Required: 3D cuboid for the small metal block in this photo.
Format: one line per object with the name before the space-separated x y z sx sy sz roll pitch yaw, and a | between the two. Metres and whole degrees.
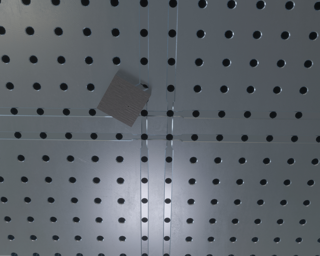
small metal block | -0.045 -0.037 0.399 0.050 0.025 0.050 29 107 -10
